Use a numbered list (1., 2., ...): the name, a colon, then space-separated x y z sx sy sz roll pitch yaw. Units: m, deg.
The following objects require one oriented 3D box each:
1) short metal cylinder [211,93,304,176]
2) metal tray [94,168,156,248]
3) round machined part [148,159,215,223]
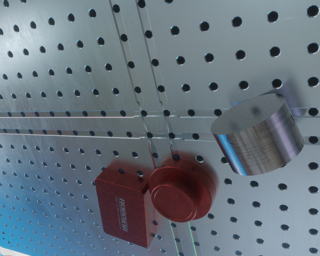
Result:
1. short metal cylinder: 0.101 0.006 0.326 0.080 0.080 0.050 -19 108 35
2. metal tray: -0.057 0.136 0.522 0.090 0.030 0.129 12 124 22
3. round machined part: 0.026 0.096 0.446 0.098 0.042 0.097 13 124 21
